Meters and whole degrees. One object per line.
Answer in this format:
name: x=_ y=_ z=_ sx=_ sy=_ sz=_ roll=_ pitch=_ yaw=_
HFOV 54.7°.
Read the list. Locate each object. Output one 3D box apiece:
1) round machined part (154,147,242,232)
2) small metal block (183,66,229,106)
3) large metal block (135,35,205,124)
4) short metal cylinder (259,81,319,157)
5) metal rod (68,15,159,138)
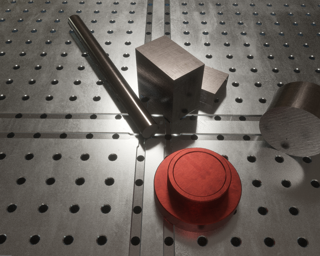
round machined part: x=0.042 y=0.061 z=0.346 sx=0.099 sy=0.042 sz=0.098 roll=0 pitch=50 yaw=0
small metal block: x=0.068 y=-0.066 z=0.464 sx=0.050 sy=0.025 sz=0.050 roll=25 pitch=54 yaw=19
large metal block: x=0.012 y=-0.067 z=0.429 sx=0.050 sy=0.080 sz=0.080 roll=-31 pitch=57 yaw=-23
short metal cylinder: x=0.171 y=-0.010 z=0.383 sx=0.080 sy=0.080 sz=0.050 roll=25 pitch=55 yaw=19
metal rod: x=-0.085 y=-0.097 z=0.487 sx=0.025 sy=0.025 sz=0.300 roll=-23 pitch=54 yaw=-18
